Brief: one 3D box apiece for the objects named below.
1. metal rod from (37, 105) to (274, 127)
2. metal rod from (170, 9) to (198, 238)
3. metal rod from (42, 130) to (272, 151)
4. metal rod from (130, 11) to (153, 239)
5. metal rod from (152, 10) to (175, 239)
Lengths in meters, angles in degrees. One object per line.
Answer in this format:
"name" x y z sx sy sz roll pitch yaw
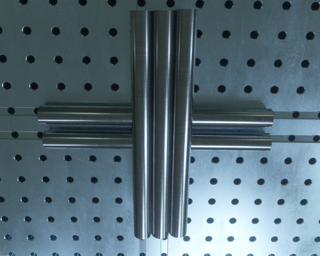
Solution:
"metal rod" -0.005 -0.015 0.408 0.302 0.025 0.025 1 110 -1
"metal rod" 0.028 0.009 0.391 0.025 0.025 0.298 0 110 -1
"metal rod" -0.003 0.017 0.420 0.302 0.025 0.025 1 110 -1
"metal rod" -0.023 0.011 0.391 0.025 0.025 0.298 0 110 -1
"metal rod" 0.002 0.011 0.391 0.025 0.025 0.298 0 110 -1
